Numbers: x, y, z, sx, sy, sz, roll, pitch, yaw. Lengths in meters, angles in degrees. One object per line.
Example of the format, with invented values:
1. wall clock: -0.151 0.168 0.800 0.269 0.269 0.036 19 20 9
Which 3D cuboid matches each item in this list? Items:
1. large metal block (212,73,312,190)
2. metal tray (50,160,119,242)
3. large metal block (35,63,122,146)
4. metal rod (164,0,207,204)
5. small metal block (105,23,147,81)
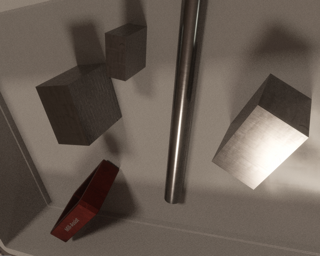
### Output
1. large metal block: 0.105 0.002 0.318 0.050 0.080 0.079 34 129 5
2. metal tray: -0.121 0.118 0.498 0.030 0.090 0.129 35 130 -11
3. large metal block: -0.101 -0.033 0.404 0.050 0.080 0.079 1 119 27
4. metal rod: 0.027 -0.020 0.380 0.025 0.025 0.298 16 125 18
5. small metal block: -0.038 -0.088 0.357 0.025 0.050 0.050 17 125 18
